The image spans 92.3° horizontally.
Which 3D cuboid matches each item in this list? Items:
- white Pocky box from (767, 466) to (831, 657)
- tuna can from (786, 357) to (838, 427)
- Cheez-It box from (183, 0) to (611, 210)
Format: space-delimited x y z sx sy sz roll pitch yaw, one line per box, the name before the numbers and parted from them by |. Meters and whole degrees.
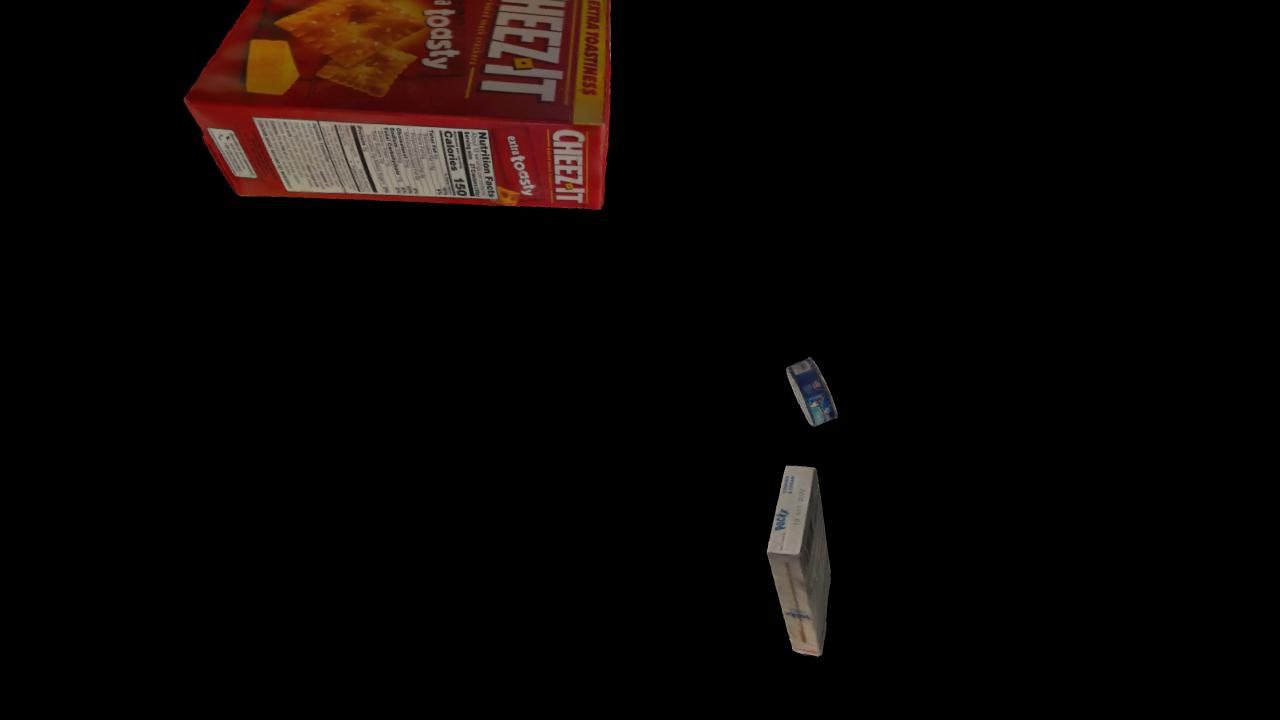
white Pocky box | 0.135 0.167 0.506 0.028 0.154 0.084 0 41 24
tuna can | 0.216 0.041 0.776 0.034 0.084 0.084 -23 -3 7
Cheez-It box | -0.130 -0.178 0.392 0.223 0.166 0.071 2 -34 -5
